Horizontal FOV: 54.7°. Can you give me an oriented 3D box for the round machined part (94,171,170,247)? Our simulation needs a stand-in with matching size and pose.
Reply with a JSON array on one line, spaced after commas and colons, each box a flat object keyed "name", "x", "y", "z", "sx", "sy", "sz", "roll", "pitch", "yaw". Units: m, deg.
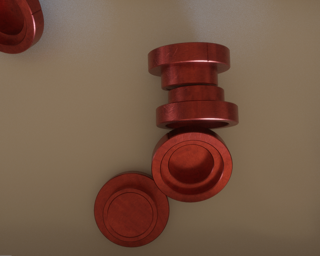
[{"name": "round machined part", "x": -0.037, "y": 0.107, "z": 0.403, "sx": 0.099, "sy": 0.042, "sz": 0.097, "roll": 0, "pitch": 90, "yaw": -1}]

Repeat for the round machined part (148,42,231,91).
[{"name": "round machined part", "x": 0.035, "y": -0.069, "z": 0.375, "sx": 0.099, "sy": 0.098, "sz": 0.042, "roll": -2, "pitch": 89, "yaw": -1}]

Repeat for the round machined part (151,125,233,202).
[{"name": "round machined part", "x": 0.038, "y": 0.042, "z": 0.393, "sx": 0.099, "sy": 0.042, "sz": 0.097, "roll": 0, "pitch": 111, "yaw": -1}]

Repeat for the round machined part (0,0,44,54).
[{"name": "round machined part", "x": -0.189, "y": -0.146, "z": 0.384, "sx": 0.098, "sy": 0.042, "sz": 0.097, "roll": 9, "pitch": 129, "yaw": 11}]

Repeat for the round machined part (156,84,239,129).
[{"name": "round machined part", "x": 0.044, "y": -0.024, "z": 0.376, "sx": 0.099, "sy": 0.098, "sz": 0.042, "roll": -1, "pitch": 83, "yaw": -1}]
